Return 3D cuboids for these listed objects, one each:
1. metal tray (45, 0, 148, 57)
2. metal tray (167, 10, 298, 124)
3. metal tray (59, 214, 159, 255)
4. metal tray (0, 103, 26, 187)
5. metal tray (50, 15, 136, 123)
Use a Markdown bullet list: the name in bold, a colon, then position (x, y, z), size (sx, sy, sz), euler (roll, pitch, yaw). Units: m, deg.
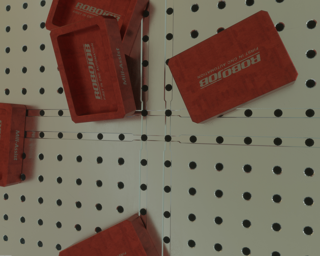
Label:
- **metal tray**: position (-0.092, -0.163, 0.441), size (0.130, 0.030, 0.089), euler (23, 97, 18)
- **metal tray**: position (0.086, -0.070, 0.379), size (0.130, 0.030, 0.090), euler (-25, 82, 18)
- **metal tray**: position (-0.069, 0.189, 0.433), size (0.130, 0.030, 0.090), euler (-30, 81, 17)
- **metal tray**: position (-0.268, 0.023, 0.501), size (0.090, 0.030, 0.129), euler (5, 92, 19)
- **metal tray**: position (-0.090, -0.075, 0.417), size (0.090, 0.030, 0.129), euler (-5, 103, 27)
